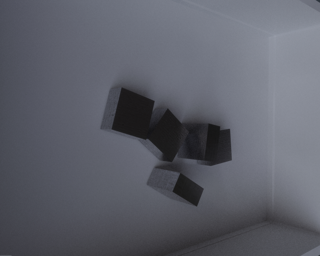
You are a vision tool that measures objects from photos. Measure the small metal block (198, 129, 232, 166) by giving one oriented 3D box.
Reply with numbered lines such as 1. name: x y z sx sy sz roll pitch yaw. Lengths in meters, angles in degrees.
1. small metal block: 0.084 0.028 0.477 0.050 0.025 0.050 -7 95 -40

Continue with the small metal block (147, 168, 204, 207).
1. small metal block: 0.020 0.077 0.406 0.050 0.050 0.025 38 68 -35

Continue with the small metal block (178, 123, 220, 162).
1. small metal block: 0.055 0.020 0.436 0.025 0.050 0.050 13 82 -40

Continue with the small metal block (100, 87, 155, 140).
1. small metal block: -0.038 -0.016 0.373 0.050 0.025 0.050 20 78 -39

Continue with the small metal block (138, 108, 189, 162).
1. small metal block: 0.005 0.009 0.409 0.050 0.025 0.050 46 62 -30
